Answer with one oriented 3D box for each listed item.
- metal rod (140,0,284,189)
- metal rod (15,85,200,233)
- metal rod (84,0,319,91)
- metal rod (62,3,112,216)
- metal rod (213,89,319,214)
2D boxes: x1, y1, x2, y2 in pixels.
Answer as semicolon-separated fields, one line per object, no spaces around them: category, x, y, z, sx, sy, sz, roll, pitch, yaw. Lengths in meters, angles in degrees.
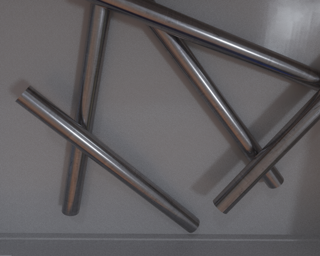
metal rod;0.073;-0.033;0.400;0.025;0.025;0.300;-36;107;12
metal rod;-0.054;0.053;0.411;0.025;0.025;0.300;-43;112;14
metal rod;0.064;-0.102;0.356;0.302;0.025;0.025;17;109;-14
metal rod;-0.098;-0.015;0.404;0.025;0.025;0.298;12;110;-5
metal rod;0.175;-0.004;0.386;0.025;0.025;0.299;37;104;-13
